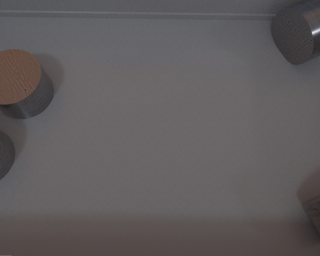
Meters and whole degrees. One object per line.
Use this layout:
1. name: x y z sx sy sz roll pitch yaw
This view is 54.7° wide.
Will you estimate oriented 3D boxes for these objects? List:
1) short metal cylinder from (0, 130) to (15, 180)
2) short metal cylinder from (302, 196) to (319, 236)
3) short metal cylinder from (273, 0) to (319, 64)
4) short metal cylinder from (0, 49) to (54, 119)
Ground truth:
1. short metal cylinder: -0.231 0.030 0.384 0.081 0.050 0.080 0 70 0
2. short metal cylinder: 0.212 0.094 0.347 0.080 0.080 0.050 -22 72 -8
3. short metal cylinder: 0.204 -0.136 0.431 0.050 0.080 0.080 -25 72 -9
4. short metal cylinder: -0.191 -0.058 0.416 0.081 0.050 0.080 0 70 0
